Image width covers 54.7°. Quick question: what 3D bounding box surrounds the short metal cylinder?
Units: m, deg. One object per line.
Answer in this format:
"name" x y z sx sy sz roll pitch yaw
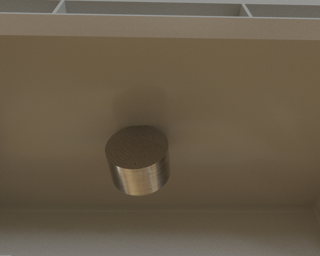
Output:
"short metal cylinder" -0.028 0.041 0.408 0.080 0.080 0.050 -3 130 2
